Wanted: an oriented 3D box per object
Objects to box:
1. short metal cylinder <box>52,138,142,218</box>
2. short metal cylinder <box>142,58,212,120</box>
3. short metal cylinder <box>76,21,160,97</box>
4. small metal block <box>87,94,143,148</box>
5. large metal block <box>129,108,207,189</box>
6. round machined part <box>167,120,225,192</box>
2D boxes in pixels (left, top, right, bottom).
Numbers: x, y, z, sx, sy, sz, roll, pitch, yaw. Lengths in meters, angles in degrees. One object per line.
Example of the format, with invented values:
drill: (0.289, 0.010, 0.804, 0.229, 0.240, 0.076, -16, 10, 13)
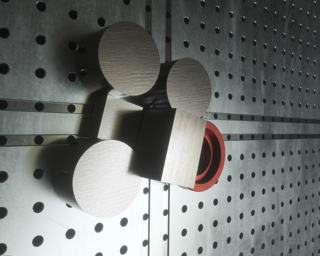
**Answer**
short metal cylinder: (-0.067, 0.052, 0.336, 0.081, 0.050, 0.080, 0, 90, -40)
short metal cylinder: (0.023, -0.049, 0.411, 0.081, 0.050, 0.080, 0, 90, -40)
short metal cylinder: (-0.047, -0.075, 0.353, 0.081, 0.050, 0.080, 0, 90, -40)
small metal block: (-0.052, -0.007, 0.365, 0.050, 0.025, 0.050, 19, 78, -38)
large metal block: (0.002, 0.023, 0.371, 0.050, 0.080, 0.080, 20, 77, -38)
round machined part: (0.044, 0.037, 0.435, 0.099, 0.042, 0.097, 0, 90, -40)
